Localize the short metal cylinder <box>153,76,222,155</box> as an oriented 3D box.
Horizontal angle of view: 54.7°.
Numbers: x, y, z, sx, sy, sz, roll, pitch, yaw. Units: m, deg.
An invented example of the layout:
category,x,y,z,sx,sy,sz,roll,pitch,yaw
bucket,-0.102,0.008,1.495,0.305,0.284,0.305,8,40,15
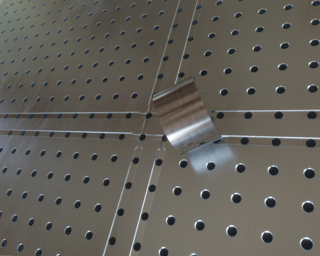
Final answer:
category,x,y,z,sx,sy,sz,roll,pitch,yaw
short metal cylinder,0.033,-0.014,0.364,0.050,0.080,0.080,-25,53,13
